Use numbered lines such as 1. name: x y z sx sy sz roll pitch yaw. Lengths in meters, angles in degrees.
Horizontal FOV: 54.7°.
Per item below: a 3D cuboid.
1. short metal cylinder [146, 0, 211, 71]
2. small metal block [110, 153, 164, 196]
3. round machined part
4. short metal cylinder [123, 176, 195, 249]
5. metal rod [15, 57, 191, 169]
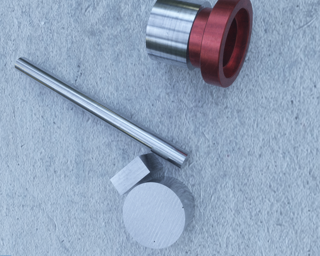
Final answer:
1. short metal cylinder: 0.024 -0.114 0.371 0.050 0.080 0.080 19 97 19
2. small metal block: -0.029 0.059 0.406 0.050 0.050 0.025 -41 77 15
3. round machined part: 0.066 -0.097 0.348 0.042 0.098 0.097 19 97 27
4. short metal cylinder: 0.000 0.105 0.396 0.080 0.050 0.079 0 90 20
5. metal rod: -0.092 -0.029 0.441 0.301 0.025 0.025 30 100 17
